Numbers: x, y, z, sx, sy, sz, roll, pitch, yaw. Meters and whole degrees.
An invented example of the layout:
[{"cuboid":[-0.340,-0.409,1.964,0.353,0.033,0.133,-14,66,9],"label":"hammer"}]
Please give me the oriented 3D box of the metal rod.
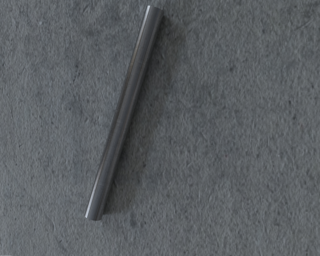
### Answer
[{"cuboid":[-0.051,-0.015,0.425,0.025,0.025,0.298,19,96,18],"label":"metal rod"}]
